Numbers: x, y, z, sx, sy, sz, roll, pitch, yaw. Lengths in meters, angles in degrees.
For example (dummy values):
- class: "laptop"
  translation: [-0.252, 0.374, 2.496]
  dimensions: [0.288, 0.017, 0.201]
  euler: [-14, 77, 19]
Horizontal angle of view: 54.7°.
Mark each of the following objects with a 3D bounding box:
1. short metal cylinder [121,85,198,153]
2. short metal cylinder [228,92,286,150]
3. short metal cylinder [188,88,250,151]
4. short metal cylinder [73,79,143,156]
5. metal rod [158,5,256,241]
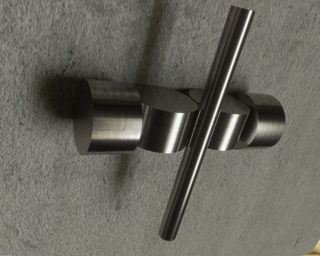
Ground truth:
- class: "short metal cylinder"
  translation: [-0.001, -0.013, 0.364]
  dimensions: [0.081, 0.080, 0.050]
  euler: [1, 118, -29]
- class: "short metal cylinder"
  translation: [0.126, -0.010, 0.436]
  dimensions: [0.050, 0.080, 0.079]
  euler: [1, 118, -29]
- class: "short metal cylinder"
  translation: [0.069, -0.013, 0.402]
  dimensions: [0.081, 0.080, 0.050]
  euler: [1, 118, -29]
- class: "short metal cylinder"
  translation: [-0.059, -0.011, 0.334]
  dimensions: [0.050, 0.080, 0.079]
  euler: [1, 118, -29]
- class: "metal rod"
  translation: [0.045, 0.014, 0.362]
  dimensions: [0.025, 0.025, 0.298]
  euler: [1, 118, -29]
